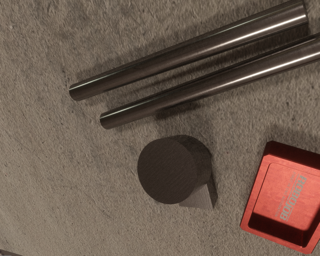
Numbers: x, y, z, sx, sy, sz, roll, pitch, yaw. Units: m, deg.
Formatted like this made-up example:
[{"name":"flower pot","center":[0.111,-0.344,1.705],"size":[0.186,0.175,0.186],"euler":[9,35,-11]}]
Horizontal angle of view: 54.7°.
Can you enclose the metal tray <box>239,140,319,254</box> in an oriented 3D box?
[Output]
[{"name":"metal tray","center":[0.156,0.086,0.373],"size":[0.090,0.030,0.129],"euler":[17,125,17]}]

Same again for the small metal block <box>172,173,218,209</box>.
[{"name":"small metal block","center":[0.049,0.084,0.432],"size":[0.050,0.025,0.050],"euler":[-3,117,29]}]

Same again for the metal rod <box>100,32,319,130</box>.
[{"name":"metal rod","center":[0.044,-0.045,0.355],"size":[0.300,0.025,0.025],"euler":[-16,110,34]}]

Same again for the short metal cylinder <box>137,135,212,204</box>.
[{"name":"short metal cylinder","center":[0.019,0.050,0.392],"size":[0.080,0.050,0.079],"euler":[2,95,28]}]

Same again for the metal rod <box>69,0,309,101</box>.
[{"name":"metal rod","center":[0.005,-0.077,0.355],"size":[0.300,0.025,0.025],"euler":[-13,112,33]}]
